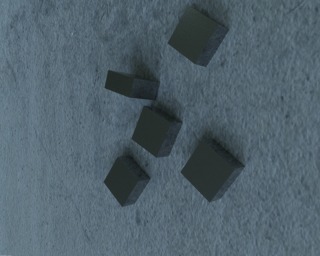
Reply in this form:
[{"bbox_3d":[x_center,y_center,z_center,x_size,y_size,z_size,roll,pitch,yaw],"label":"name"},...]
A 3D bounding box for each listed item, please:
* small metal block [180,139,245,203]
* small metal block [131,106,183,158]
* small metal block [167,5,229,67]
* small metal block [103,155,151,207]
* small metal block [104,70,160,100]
[{"bbox_3d":[0.059,0.048,0.355,0.050,0.025,0.050,44,116,30],"label":"small metal block"},{"bbox_3d":[-0.005,0.004,0.407,0.050,0.025,0.050,34,111,34],"label":"small metal block"},{"bbox_3d":[0.044,-0.108,0.367,0.050,0.025,0.050,45,117,30],"label":"small metal block"},{"bbox_3d":[-0.048,0.075,0.442,0.050,0.025,0.050,45,117,30],"label":"small metal block"},{"bbox_3d":[-0.037,-0.058,0.417,0.050,0.050,0.025,23,105,37],"label":"small metal block"}]
